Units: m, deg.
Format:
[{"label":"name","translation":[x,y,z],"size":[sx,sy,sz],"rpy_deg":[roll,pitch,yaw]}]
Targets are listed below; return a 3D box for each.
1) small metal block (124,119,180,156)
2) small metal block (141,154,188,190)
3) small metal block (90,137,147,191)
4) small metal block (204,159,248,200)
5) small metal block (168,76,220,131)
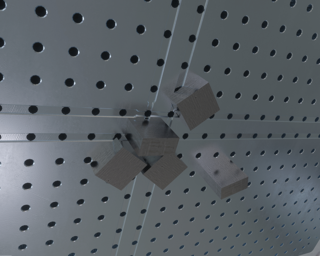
[{"label":"small metal block","translation":[-0.011,0.011,0.395],"size":[0.050,0.050,0.025],"rpy_deg":[1,118,-29]},{"label":"small metal block","translation":[0.004,0.054,0.446],"size":[0.050,0.025,0.050],"rpy_deg":[-43,129,1]},{"label":"small metal block","translation":[-0.054,0.048,0.411],"size":[0.050,0.025,0.050],"rpy_deg":[-45,129,3]},{"label":"small metal block","translation":[0.106,0.082,0.503],"size":[0.050,0.050,0.025],"rpy_deg":[-19,126,-18]},{"label":"small metal block","translation":[0.046,-0.033,0.415],"size":[0.050,0.025,0.050],"rpy_deg":[-35,129,-5]}]
